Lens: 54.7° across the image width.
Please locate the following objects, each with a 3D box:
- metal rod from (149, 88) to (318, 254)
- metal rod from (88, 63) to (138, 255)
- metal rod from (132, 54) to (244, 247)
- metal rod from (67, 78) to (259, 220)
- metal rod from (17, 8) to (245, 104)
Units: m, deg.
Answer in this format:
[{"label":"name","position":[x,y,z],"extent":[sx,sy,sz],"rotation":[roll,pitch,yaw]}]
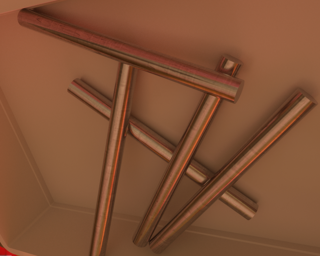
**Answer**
[{"label":"metal rod","position":[0.072,0.072,0.385],"extent":[0.025,0.025,0.298],"rotation":[38,120,2]},{"label":"metal rod","position":[-0.067,0.056,0.424],"extent":[0.025,0.025,0.298],"rotation":[18,109,18]},{"label":"metal rod","position":[0.023,0.048,0.394],"extent":[0.025,0.025,0.298],"rotation":[29,118,10]},{"label":"metal rod","position":[0.001,0.026,0.424],"extent":[0.301,0.025,0.025],"rotation":[35,129,4]},{"label":"metal rod","position":[-0.051,-0.091,0.358],"extent":[0.301,0.025,0.025],"rotation":[23,127,21]}]
